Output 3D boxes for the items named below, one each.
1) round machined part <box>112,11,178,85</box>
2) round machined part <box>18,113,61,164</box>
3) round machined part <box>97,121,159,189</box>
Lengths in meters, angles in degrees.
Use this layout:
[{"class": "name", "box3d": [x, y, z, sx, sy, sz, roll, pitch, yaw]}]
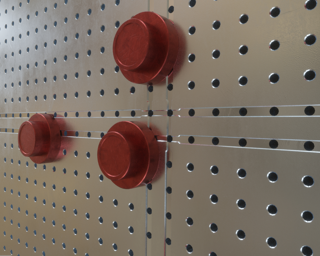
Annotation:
[{"class": "round machined part", "box3d": [-0.026, -0.109, 0.421, 0.098, 0.042, 0.097, 0, 90, 40]}, {"class": "round machined part", "box3d": [-0.237, 0.021, 0.596, 0.098, 0.042, 0.097, 0, 90, 40]}, {"class": "round machined part", "box3d": [-0.052, 0.039, 0.443, 0.098, 0.042, 0.097, 0, 90, 40]}]
